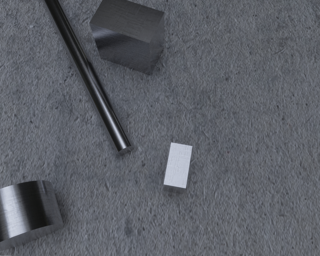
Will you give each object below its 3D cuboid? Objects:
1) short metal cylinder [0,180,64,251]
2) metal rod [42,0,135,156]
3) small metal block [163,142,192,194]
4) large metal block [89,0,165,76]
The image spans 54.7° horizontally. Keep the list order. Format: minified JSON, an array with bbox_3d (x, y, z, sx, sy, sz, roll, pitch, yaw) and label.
[{"bbox_3d":[-0.154,0.097,0.342,0.080,0.080,0.050,-21,72,-8],"label":"short metal cylinder"},{"bbox_3d":[-0.113,-0.096,0.441,0.025,0.025,0.299,-26,72,-9],"label":"metal rod"},{"bbox_3d":[0.021,0.050,0.377,0.025,0.050,0.050,10,70,3],"label":"small metal block"},{"bbox_3d":[-0.041,-0.125,0.424,0.080,0.080,0.050,20,71,7],"label":"large metal block"}]
